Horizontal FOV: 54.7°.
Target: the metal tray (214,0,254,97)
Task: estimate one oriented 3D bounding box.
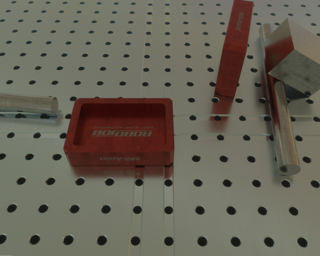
[{"bbox_3d":[0.112,-0.121,0.468,0.030,0.089,0.130,12,51,9],"label":"metal tray"}]

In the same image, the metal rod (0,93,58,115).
[{"bbox_3d":[-0.296,-0.044,0.440,0.302,0.025,0.025,5,50,4],"label":"metal rod"}]

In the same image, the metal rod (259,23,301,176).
[{"bbox_3d":[0.172,-0.064,0.463,0.025,0.025,0.300,6,50,4],"label":"metal rod"}]

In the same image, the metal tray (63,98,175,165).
[{"bbox_3d":[-0.049,0.003,0.401,0.131,0.030,0.090,0,50,-1],"label":"metal tray"}]

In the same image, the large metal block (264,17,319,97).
[{"bbox_3d":[0.207,-0.106,0.463,0.080,0.050,0.080,24,48,-15],"label":"large metal block"}]
